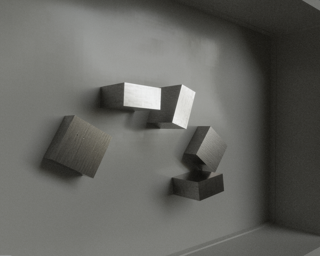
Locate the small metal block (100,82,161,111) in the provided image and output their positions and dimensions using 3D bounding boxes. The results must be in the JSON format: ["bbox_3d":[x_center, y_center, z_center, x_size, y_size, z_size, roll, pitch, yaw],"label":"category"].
[{"bbox_3d":[-0.035,-0.035,0.361,0.050,0.050,0.025,3,88,-40],"label":"small metal block"}]

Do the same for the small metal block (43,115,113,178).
[{"bbox_3d":[-0.087,0.020,0.333,0.050,0.025,0.050,35,69,-35],"label":"small metal block"}]

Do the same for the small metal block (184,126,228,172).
[{"bbox_3d":[0.070,0.032,0.465,0.050,0.025,0.050,45,63,-31],"label":"small metal block"}]

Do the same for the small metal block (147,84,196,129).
[{"bbox_3d":[0.014,-0.026,0.402,0.025,0.050,0.050,24,75,-38],"label":"small metal block"}]

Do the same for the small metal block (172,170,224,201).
[{"bbox_3d":[0.053,0.079,0.435,0.050,0.050,0.025,-10,97,-40],"label":"small metal block"}]
